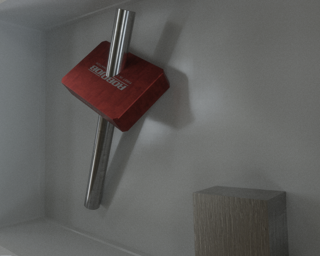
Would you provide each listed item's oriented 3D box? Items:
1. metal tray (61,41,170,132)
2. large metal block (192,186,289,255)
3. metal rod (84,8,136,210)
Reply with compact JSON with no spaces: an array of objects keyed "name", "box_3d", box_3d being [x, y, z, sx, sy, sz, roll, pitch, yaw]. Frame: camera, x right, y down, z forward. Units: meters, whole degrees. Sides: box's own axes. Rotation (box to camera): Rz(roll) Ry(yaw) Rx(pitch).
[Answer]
[{"name":"metal tray","box_3d":[-0.063,-0.062,0.422,0.130,0.030,0.090,34,74,34]},{"name":"large metal block","box_3d":[0.083,0.106,0.321,0.080,0.050,0.080,-4,88,39]},{"name":"metal rod","box_3d":[-0.075,-0.013,0.441,0.025,0.025,0.298,29,116,36]}]
